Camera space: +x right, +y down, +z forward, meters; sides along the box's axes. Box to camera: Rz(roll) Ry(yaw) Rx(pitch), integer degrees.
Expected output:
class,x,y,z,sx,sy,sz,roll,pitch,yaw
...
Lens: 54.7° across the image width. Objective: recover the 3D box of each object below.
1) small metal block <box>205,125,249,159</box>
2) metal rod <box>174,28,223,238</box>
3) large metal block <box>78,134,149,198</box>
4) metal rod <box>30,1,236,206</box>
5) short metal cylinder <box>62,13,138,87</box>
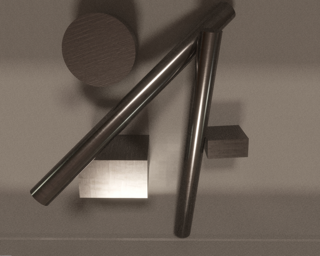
class,x,y,z,sx,sy,sz,roll,pitch,yaw
small metal block,0.084,0.017,0.406,0.050,0.050,0.025,-3,110,0
metal rod,0.044,0.027,0.399,0.025,0.025,0.298,3,118,-2
large metal block,-0.055,0.046,0.398,0.081,0.080,0.050,1,110,-1
metal rod,-0.025,-0.032,0.348,0.300,0.025,0.025,-46,105,-6
short metal cylinder,-0.067,-0.093,0.363,0.081,0.050,0.079,0,110,-1
